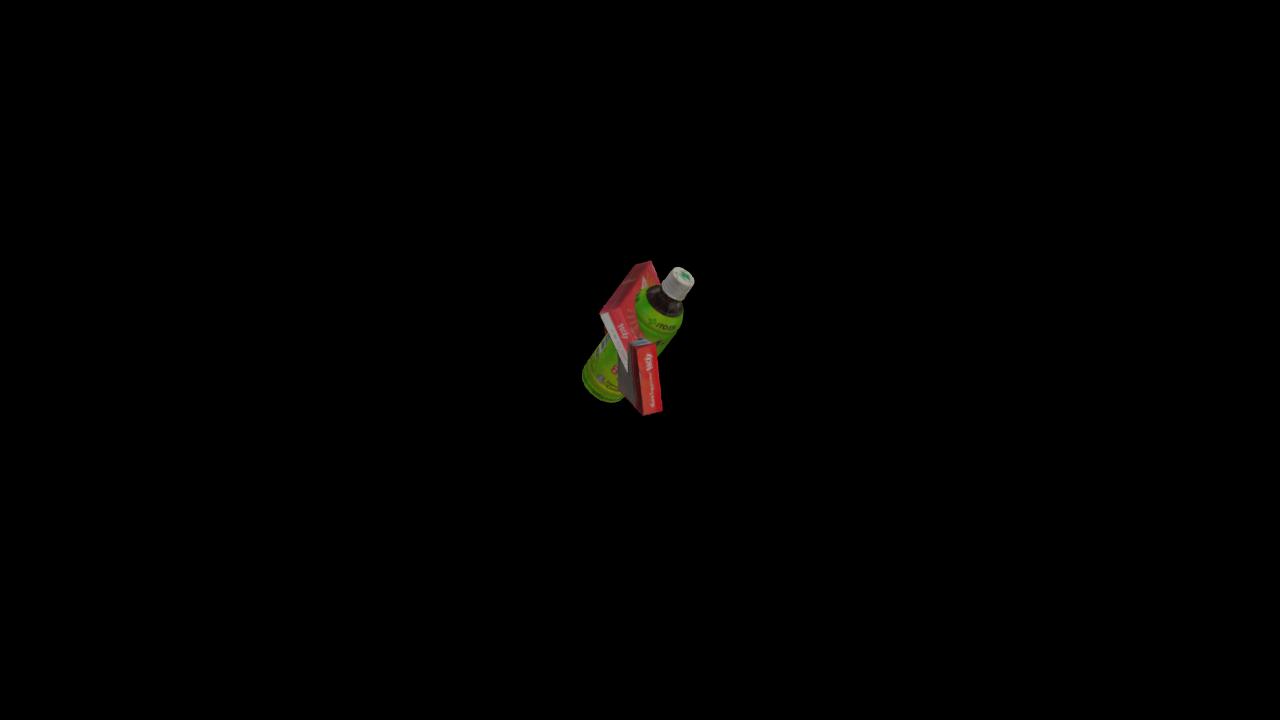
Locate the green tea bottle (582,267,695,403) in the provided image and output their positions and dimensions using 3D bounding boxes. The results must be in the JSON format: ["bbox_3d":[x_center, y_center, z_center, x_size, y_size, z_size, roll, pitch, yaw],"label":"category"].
[{"bbox_3d":[-0.001,-0.032,0.766,0.073,0.073,0.212,0,-38,-35],"label":"green tea bottle"}]

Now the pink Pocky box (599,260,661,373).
[{"bbox_3d":[0.000,-0.058,0.765,0.029,0.084,0.155,-14,24,23],"label":"pink Pocky box"}]

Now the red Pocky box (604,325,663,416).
[{"bbox_3d":[-0.011,0.006,0.754,0.028,0.083,0.155,-9,16,-15],"label":"red Pocky box"}]
